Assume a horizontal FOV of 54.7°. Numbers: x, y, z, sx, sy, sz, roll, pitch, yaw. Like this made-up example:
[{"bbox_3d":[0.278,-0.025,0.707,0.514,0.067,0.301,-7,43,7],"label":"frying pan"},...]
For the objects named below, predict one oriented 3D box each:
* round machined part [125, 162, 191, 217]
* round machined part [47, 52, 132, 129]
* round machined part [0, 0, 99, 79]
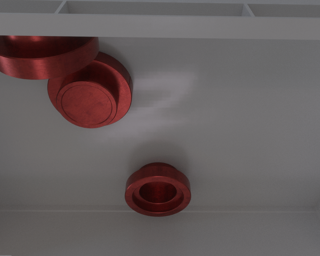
[{"bbox_3d":[-0.003,0.090,0.475,0.099,0.042,0.097,0,130,0],"label":"round machined part"},{"bbox_3d":[-0.082,-0.038,0.365,0.099,0.042,0.097,0,130,0],"label":"round machined part"},{"bbox_3d":[-0.107,-0.090,0.282,0.099,0.098,0.042,1,134,-2],"label":"round machined part"}]
